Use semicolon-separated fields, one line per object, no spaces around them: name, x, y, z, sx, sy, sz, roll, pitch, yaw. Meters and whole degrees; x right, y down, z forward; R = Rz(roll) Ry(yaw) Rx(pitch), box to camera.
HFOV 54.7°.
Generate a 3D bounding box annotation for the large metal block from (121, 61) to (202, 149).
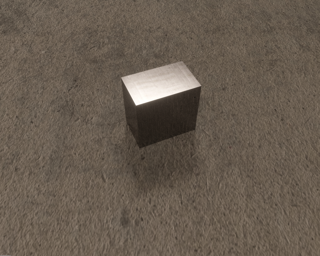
large metal block;0.001;-0.029;0.392;0.081;0.080;0.050;-18;53;-15
